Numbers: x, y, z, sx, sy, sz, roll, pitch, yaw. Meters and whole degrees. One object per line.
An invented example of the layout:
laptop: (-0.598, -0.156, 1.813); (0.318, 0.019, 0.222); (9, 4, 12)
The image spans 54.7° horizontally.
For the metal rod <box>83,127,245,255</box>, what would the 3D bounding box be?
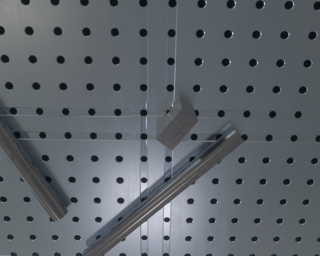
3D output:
metal rod: (-0.003, 0.105, 0.451); (0.299, 0.025, 0.025); (-42, 105, 13)

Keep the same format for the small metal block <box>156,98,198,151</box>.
small metal block: (0.021, -0.006, 0.398); (0.025, 0.050, 0.050); (36, 106, -12)

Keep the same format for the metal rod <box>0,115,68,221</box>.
metal rod: (-0.214, 0.004, 0.412); (0.025, 0.025, 0.299); (-25, 108, 9)
